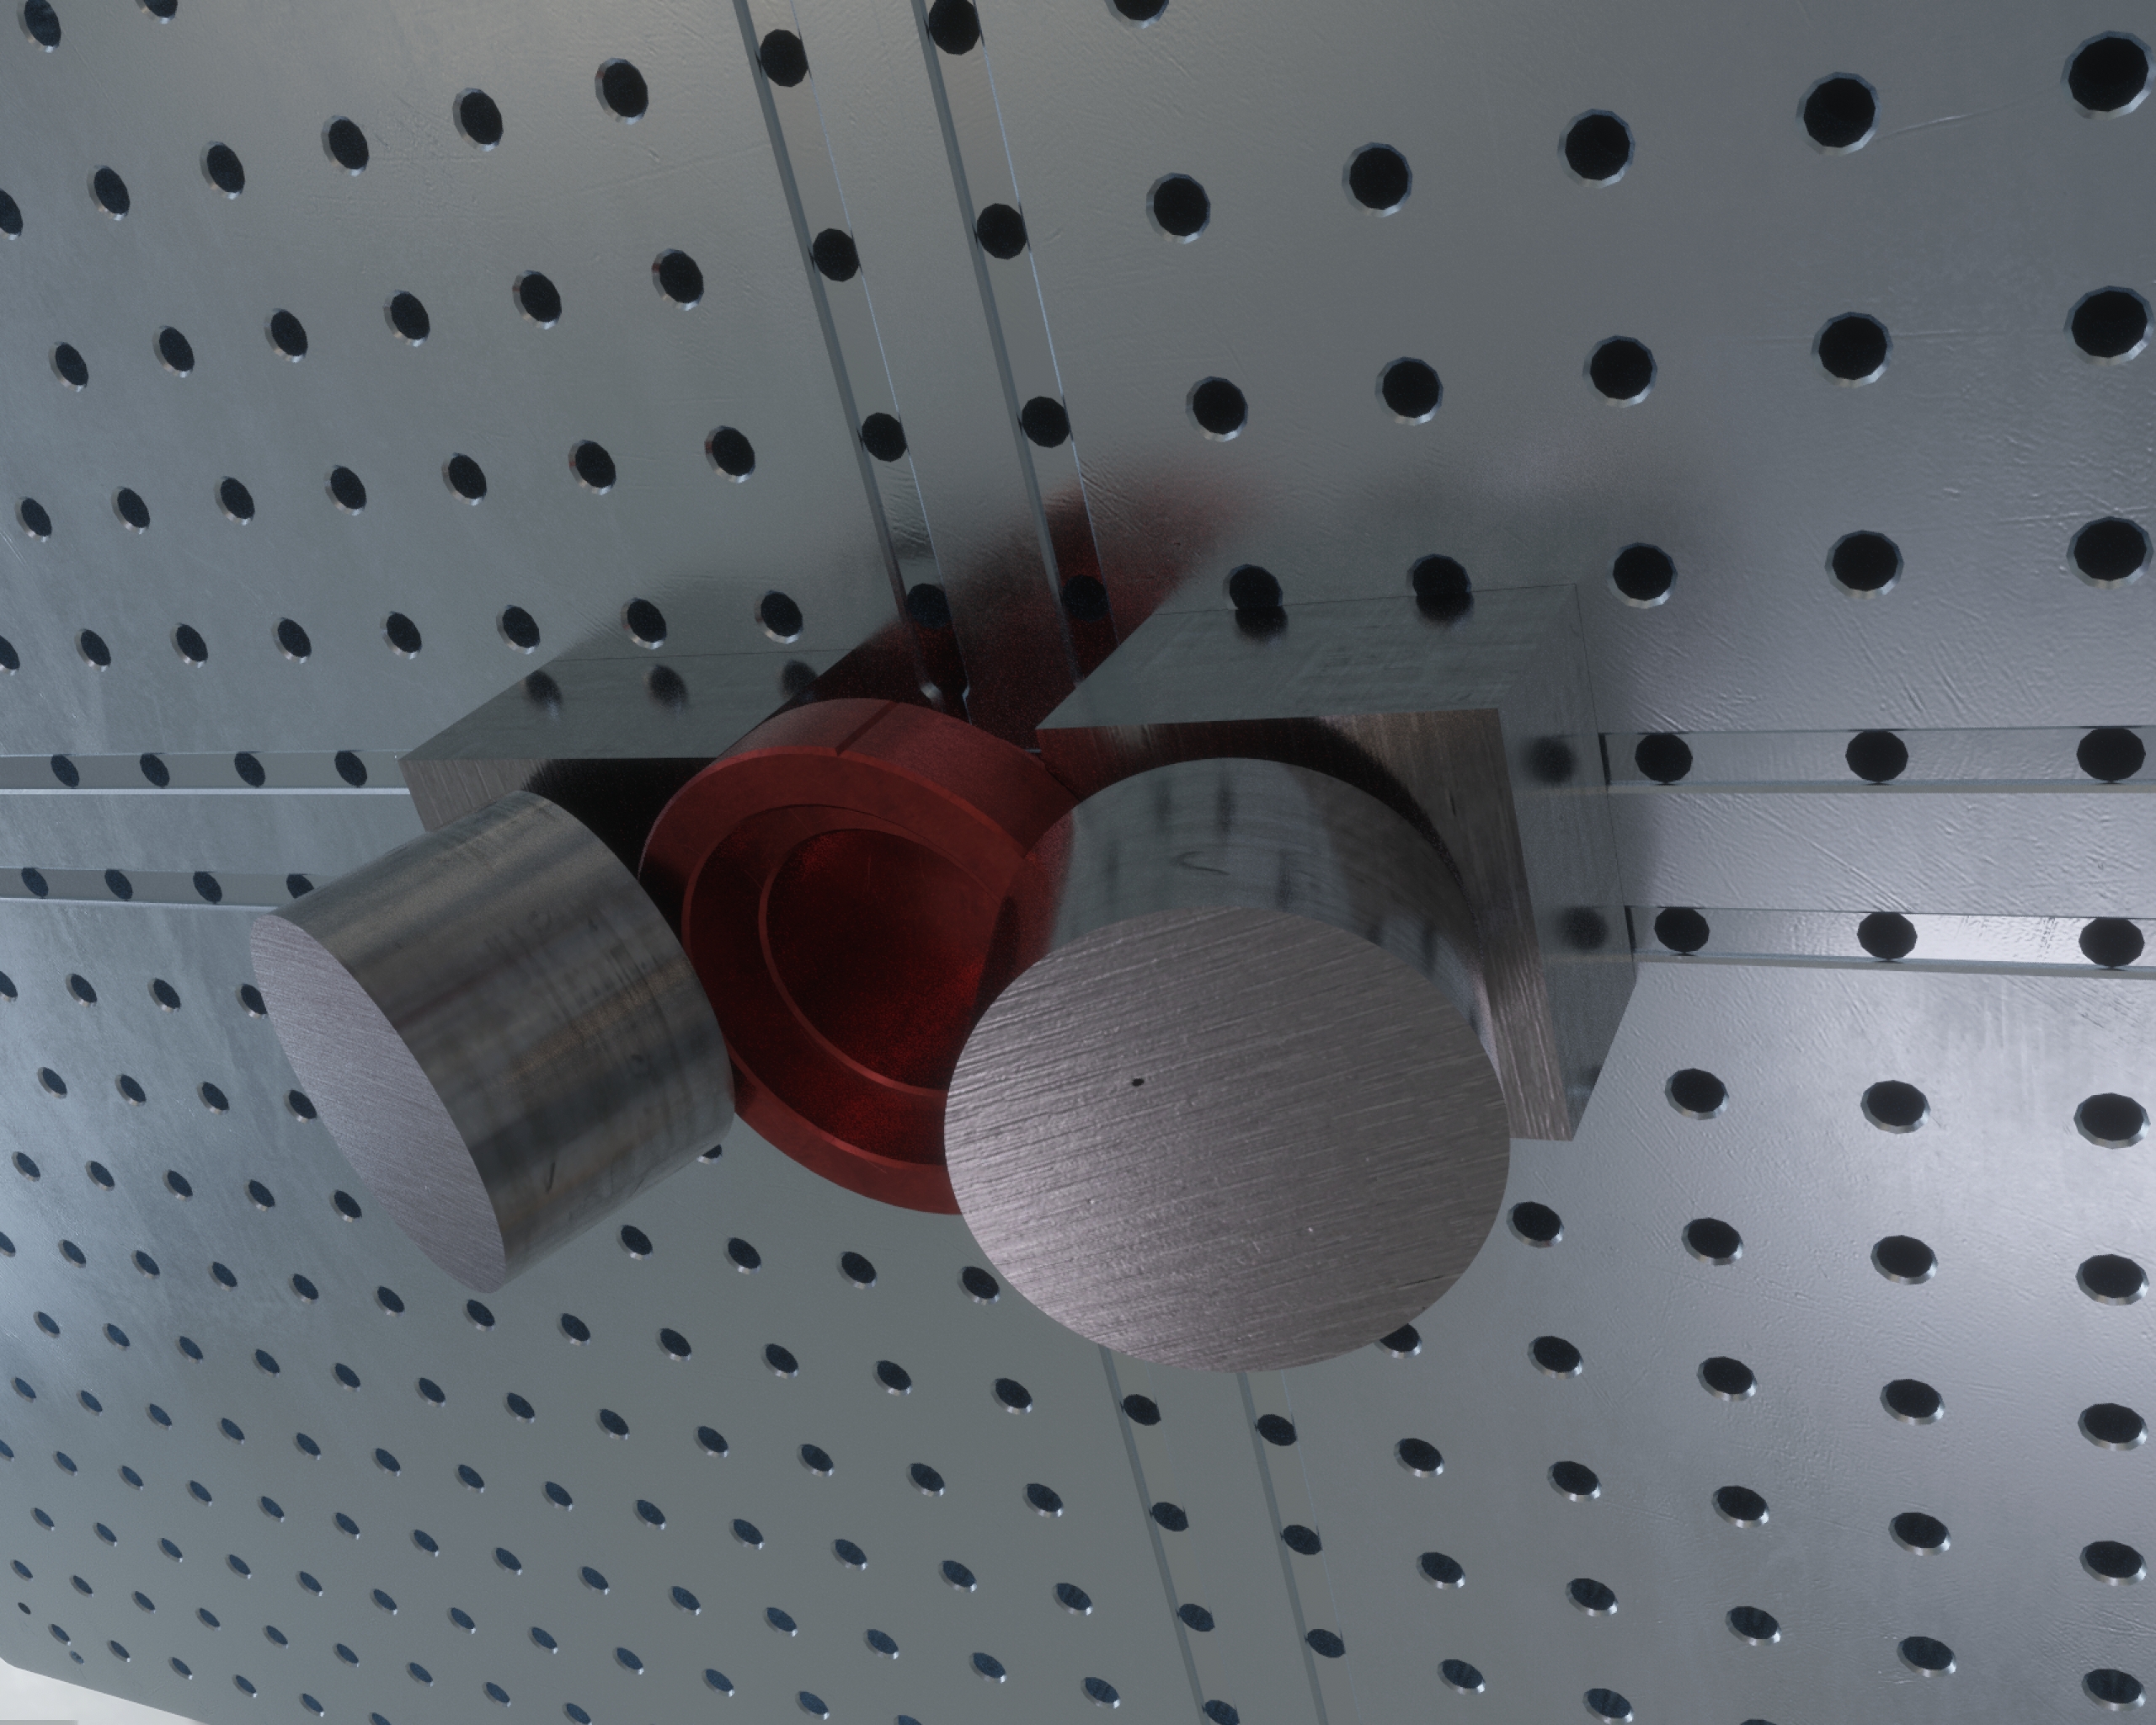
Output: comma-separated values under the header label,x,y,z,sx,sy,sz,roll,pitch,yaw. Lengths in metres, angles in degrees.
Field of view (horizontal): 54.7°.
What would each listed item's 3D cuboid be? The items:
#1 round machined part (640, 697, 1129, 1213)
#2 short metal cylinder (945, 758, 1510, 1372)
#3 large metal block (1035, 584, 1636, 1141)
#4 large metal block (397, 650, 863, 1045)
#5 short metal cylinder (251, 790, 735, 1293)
label,x,y,z,sx,sy,sz,roll,pitch,yaw
round machined part,-0.028,0.013,0.385,0.098,0.042,0.097,13,124,21
short metal cylinder,0.023,0.030,0.320,0.080,0.050,0.079,2,116,5
large metal block,0.048,0.000,0.369,0.080,0.050,0.080,-1,118,28
large metal block,-0.083,0.003,0.441,0.080,0.050,0.080,1,119,28
short metal cylinder,-0.110,0.033,0.392,0.080,0.050,0.079,32,140,33
